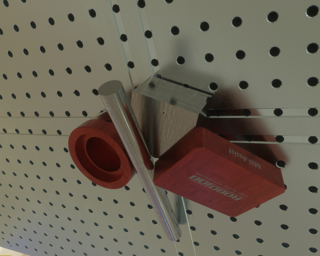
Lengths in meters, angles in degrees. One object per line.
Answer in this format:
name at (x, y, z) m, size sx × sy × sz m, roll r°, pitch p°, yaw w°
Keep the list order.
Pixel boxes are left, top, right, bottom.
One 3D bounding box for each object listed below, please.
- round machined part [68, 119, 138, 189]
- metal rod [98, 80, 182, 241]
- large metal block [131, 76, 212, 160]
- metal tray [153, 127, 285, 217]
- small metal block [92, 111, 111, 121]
round machined part at (-0.071, 0.031, 0.417) m, size 0.098 × 0.042 × 0.097 m, roll 15°, pitch 126°, yaw 22°
metal rod at (-0.013, 0.066, 0.403) m, size 0.025 × 0.025 × 0.299 m, roll 6°, pitch 137°, yaw 25°
large metal block at (0.010, -0.008, 0.381) m, size 0.080 × 0.050 × 0.079 m, roll 21°, pitch 126°, yaw 15°
metal tray at (0.069, 0.058, 0.370) m, size 0.131 × 0.030 × 0.090 m, roll 27°, pitch 133°, yaw -21°
small metal block at (-0.072, 0.000, 0.445) m, size 0.050 × 0.025 × 0.050 m, roll -24°, pitch 106°, yaw 36°
